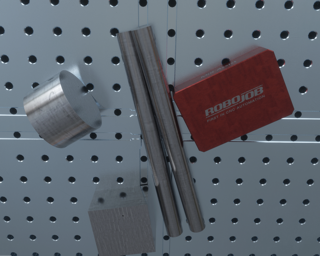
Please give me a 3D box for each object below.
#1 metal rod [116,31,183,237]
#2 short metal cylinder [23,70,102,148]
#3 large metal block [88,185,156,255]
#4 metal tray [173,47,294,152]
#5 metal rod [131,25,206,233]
[{"bbox_3d":[-0.009,0.021,0.420,0.025,0.025,0.298,-12,110,4],"label":"metal rod"},{"bbox_3d":[-0.115,-0.022,0.375,0.050,0.080,0.080,-29,108,10],"label":"short metal cylinder"},{"bbox_3d":[-0.051,0.135,0.449,0.080,0.050,0.079,-7,110,2],"label":"large metal block"},{"bbox_3d":[0.092,-0.035,0.399,0.130,0.030,0.090,-25,109,8],"label":"metal tray"},{"bbox_3d":[0.018,0.017,0.411,0.025,0.025,0.298,-14,113,5],"label":"metal rod"}]
